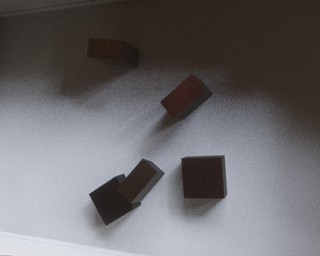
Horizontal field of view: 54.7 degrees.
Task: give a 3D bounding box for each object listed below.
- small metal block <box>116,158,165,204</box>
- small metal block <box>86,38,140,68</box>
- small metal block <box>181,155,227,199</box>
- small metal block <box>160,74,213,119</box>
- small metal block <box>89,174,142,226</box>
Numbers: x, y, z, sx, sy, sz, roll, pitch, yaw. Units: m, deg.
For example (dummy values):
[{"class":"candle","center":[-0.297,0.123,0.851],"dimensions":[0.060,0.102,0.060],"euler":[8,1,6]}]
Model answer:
[{"class":"small metal block","center":[-0.023,0.068,0.400],"dimensions":[0.025,0.050,0.050],"euler":[40,89,15]},{"class":"small metal block","center":[-0.062,-0.101,0.419],"dimensions":[0.050,0.050,0.025],"euler":[10,94,19]},{"class":"small metal block","center":[0.056,0.061,0.391],"dimensions":[0.050,0.025,0.050],"euler":[-4,89,20]},{"class":"small metal block","center":[0.034,-0.037,0.385],"dimensions":[0.050,0.050,0.025],"euler":[-41,77,15]},{"class":"small metal block","center":[-0.063,0.100,0.433],"dimensions":[0.050,0.025,0.050],"euler":[-35,79,17]}]
